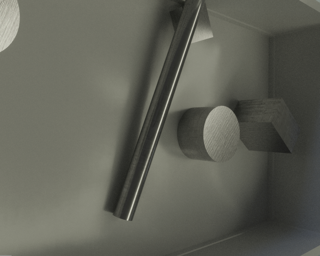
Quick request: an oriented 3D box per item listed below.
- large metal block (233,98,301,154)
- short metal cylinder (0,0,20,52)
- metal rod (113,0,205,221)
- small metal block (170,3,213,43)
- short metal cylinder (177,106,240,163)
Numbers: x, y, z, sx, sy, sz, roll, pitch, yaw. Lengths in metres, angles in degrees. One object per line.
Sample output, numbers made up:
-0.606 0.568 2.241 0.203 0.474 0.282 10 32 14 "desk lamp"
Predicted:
0.175 -0.003 0.521 0.080 0.080 0.050 47 62 -30 "large metal block"
-0.161 -0.094 0.241 0.080 0.050 0.079 -4 95 -58 "short metal cylinder"
0.002 -0.033 0.392 0.025 0.025 0.299 25 80 -38 "metal rod"
0.046 -0.149 0.447 0.050 0.025 0.050 -26 107 -37 "small metal block"
0.072 0.009 0.453 0.081 0.050 0.079 0 90 -40 "short metal cylinder"
